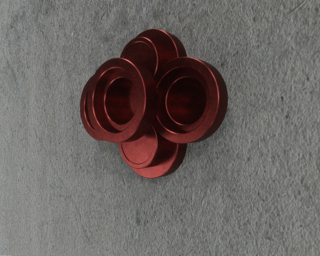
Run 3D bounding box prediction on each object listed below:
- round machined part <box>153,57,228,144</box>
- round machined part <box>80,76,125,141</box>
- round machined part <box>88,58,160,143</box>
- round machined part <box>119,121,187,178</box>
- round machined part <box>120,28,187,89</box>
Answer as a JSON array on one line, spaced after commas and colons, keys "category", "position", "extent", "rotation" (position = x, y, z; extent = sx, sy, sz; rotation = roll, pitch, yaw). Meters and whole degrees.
[{"category": "round machined part", "position": [0.036, -0.031, 0.364], "extent": [0.098, 0.042, 0.097], "rotation": [0, 90, 39]}, {"category": "round machined part", "position": [-0.069, -0.031, 0.450], "extent": [0.098, 0.042, 0.097], "rotation": [0, 90, 39]}, {"category": "round machined part", "position": [-0.039, -0.032, 0.371], "extent": [0.098, 0.042, 0.097], "rotation": [0, 91, 39]}, {"category": "round machined part", "position": [-0.016, 0.018, 0.407], "extent": [0.098, 0.042, 0.097], "rotation": [0, 90, 39]}, {"category": "round machined part", "position": [-0.016, -0.081, 0.406], "extent": [0.098, 0.042, 0.097], "rotation": [0, 90, 39]}]
